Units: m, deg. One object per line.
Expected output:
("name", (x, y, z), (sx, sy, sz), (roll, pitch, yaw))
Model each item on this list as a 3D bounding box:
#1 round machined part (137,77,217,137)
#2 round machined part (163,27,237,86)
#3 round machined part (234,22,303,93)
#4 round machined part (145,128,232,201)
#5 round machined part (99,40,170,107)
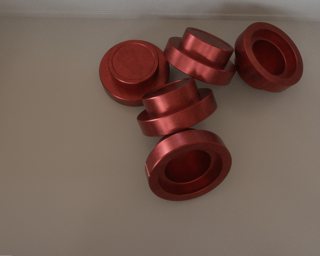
("round machined part", (0.016, -0.030, 0.379), (0.099, 0.098, 0.042), (-25, 106, -9))
("round machined part", (0.057, -0.099, 0.408), (0.099, 0.042, 0.098), (19, 29, -11))
("round machined part", (0.143, -0.092, 0.424), (0.099, 0.042, 0.098), (10, 65, -22))
("round machined part", (0.030, 0.039, 0.364), (0.099, 0.097, 0.042), (-15, 42, -6))
("round machined part", (-0.036, -0.082, 0.430), (0.099, 0.042, 0.098), (0, 70, -1))
